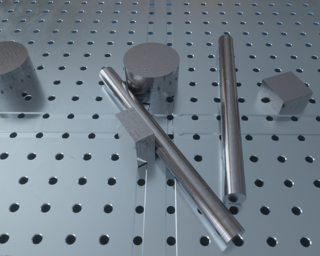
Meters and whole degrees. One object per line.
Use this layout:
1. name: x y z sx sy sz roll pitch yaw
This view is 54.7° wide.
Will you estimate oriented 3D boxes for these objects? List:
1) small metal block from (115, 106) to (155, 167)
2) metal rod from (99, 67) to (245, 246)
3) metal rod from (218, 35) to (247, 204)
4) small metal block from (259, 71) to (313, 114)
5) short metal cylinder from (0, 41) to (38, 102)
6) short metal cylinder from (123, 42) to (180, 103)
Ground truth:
1. small metal block: -0.030 0.011 0.382 0.025 0.050 0.050 -26 55 -20
2. metal rod: -0.003 0.014 0.395 0.025 0.025 0.300 -26 55 -20
3. metal rod: 0.098 -0.036 0.438 0.025 0.025 0.300 5 50 4
4. small metal block: 0.183 -0.053 0.453 0.050 0.025 0.050 -17 52 -14
5. short metal cylinder: -0.230 -0.084 0.461 0.081 0.050 0.080 0 50 0
6. short metal cylinder: -0.012 -0.083 0.460 0.081 0.050 0.080 0 50 0
